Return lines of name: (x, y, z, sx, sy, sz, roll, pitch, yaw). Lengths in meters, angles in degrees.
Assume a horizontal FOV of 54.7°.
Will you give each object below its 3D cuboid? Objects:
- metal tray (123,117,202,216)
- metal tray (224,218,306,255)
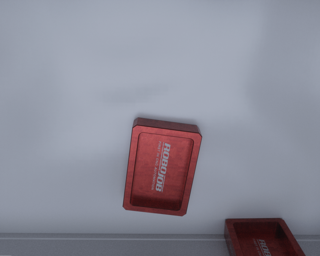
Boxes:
metal tray: (0.001, 0.056, 0.429, 0.091, 0.030, 0.129, 8, 110, -4)
metal tray: (0.146, 0.176, 0.422, 0.091, 0.130, 0.030, -1, 110, 0)
